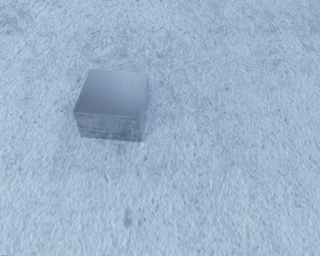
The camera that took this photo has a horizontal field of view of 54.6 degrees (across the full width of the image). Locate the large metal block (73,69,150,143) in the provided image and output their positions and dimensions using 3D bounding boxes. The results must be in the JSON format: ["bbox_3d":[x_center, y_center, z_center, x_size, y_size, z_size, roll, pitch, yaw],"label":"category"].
[{"bbox_3d":[-0.060,-0.031,0.413,0.080,0.050,0.080,5,50,4],"label":"large metal block"}]
